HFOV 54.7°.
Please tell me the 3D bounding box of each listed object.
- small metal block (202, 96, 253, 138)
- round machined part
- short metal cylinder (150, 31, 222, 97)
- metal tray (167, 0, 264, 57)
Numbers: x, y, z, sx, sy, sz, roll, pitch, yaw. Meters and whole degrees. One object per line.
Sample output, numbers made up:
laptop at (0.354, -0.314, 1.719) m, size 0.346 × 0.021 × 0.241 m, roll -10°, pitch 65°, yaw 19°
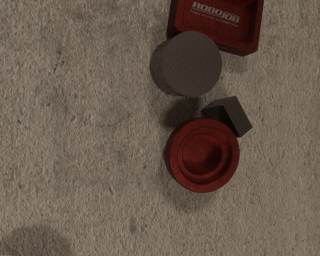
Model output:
small metal block at (0.092, -0.014, 0.430) m, size 0.025 × 0.050 × 0.050 m, roll -36°, pitch 102°, yaw -23°
round machined part at (0.053, 0.034, 0.417) m, size 0.099 × 0.042 × 0.097 m, roll -1°, pitch 95°, yaw -16°
short metal cylinder at (0.033, -0.081, 0.405) m, size 0.081 × 0.050 × 0.079 m, roll -2°, pitch 96°, yaw -19°
metal tray at (0.080, -0.161, 0.437) m, size 0.131 × 0.030 × 0.089 m, roll 9°, pitch 87°, yaw -20°
